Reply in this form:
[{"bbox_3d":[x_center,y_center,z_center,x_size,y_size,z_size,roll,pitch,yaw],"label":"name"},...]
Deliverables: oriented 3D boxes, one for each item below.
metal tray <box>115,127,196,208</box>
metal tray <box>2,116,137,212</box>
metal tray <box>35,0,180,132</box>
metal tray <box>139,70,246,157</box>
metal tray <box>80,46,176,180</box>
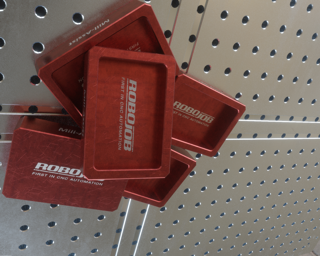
[{"bbox_3d":[-0.022,0.054,0.427,0.131,0.030,0.090,28,103,-38],"label":"metal tray"},{"bbox_3d":[-0.102,0.045,0.358,0.131,0.030,0.089,13,113,-19],"label":"metal tray"},{"bbox_3d":[-0.052,-0.065,0.337,0.130,0.030,0.090,-34,128,-6],"label":"metal tray"},{"bbox_3d":[0.045,-0.017,0.420,0.131,0.030,0.090,19,109,-36],"label":"metal tray"},{"bbox_3d":[-0.034,-0.014,0.325,0.091,0.030,0.129,2,93,-21],"label":"metal tray"}]
